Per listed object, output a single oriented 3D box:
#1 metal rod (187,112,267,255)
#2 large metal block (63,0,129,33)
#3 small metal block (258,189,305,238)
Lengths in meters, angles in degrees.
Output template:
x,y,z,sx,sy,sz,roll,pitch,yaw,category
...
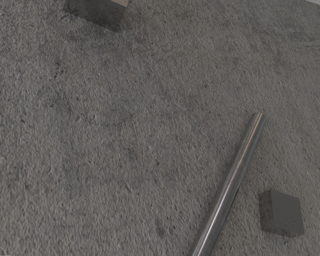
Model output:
x,y,z,sx,sy,sz,roll,pitch,yaw,category
0.089,0.079,0.403,0.025,0.025,0.301,39,51,-3,metal rod
-0.089,-0.203,0.463,0.081,0.050,0.080,19,54,-17,large metal block
0.164,0.117,0.421,0.050,0.025,0.050,19,54,-17,small metal block
